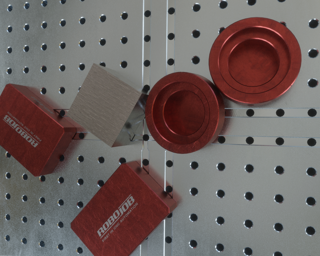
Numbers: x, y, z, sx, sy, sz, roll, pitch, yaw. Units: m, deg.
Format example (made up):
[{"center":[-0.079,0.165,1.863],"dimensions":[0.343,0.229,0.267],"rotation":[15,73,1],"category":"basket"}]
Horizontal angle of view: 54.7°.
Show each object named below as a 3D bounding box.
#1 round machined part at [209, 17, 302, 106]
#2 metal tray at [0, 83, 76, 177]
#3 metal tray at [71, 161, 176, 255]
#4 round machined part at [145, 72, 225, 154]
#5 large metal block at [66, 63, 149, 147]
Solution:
[{"center":[0.108,-0.073,0.361],"dimensions":[0.098,0.042,0.097],"rotation":[-1,85,13],"category":"round machined part"},{"center":[-0.204,0.002,0.482],"dimensions":[0.130,0.030,0.090],"rotation":[36,101,16],"category":"metal tray"},{"center":[-0.053,0.121,0.428],"dimensions":[0.090,0.030,0.130],"rotation":[44,103,14],"category":"metal tray"},{"center":[0.034,-0.019,0.385],"dimensions":[0.098,0.042,0.097],"rotation":[3,96,30],"category":"round machined part"},{"center":[-0.066,-0.030,0.422],"dimensions":[0.080,0.050,0.080],"rotation":[33,101,17],"category":"large metal block"}]
